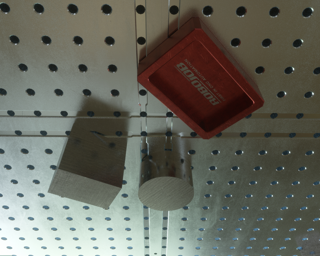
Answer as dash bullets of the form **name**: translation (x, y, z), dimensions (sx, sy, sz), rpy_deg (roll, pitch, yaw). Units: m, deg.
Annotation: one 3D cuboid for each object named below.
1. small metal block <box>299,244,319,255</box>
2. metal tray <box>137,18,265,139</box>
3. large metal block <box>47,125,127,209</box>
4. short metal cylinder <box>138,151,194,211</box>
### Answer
- **small metal block**: translation (0.324, 0.267, 0.643), dimensions (0.050, 0.025, 0.050), rpy_deg (-24, 126, 19)
- **metal tray**: translation (0.049, -0.051, 0.365), dimensions (0.090, 0.030, 0.130), rpy_deg (-35, 122, 26)
- **large metal block**: translation (-0.095, 0.053, 0.419), dimensions (0.080, 0.080, 0.050), rpy_deg (21, 127, -17)
- **short metal cylinder**: translation (0.009, 0.080, 0.463), dimensions (0.081, 0.050, 0.079), rpy_deg (0, 130, 0)
